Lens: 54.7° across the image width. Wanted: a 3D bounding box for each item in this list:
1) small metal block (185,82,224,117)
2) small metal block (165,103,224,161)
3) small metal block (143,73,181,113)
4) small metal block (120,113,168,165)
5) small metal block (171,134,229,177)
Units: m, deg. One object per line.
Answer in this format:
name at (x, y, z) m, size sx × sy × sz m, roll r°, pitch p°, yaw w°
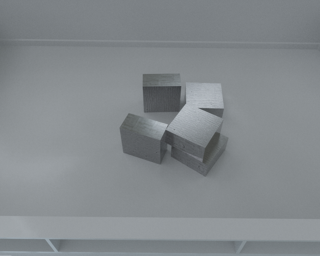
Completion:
small metal block at (0.061, -0.038, 0.438) m, size 0.050 × 0.025 × 0.050 m, roll 2°, pitch 50°, yaw 1°
small metal block at (0.041, 0.004, 0.370) m, size 0.050 × 0.025 × 0.050 m, roll 25°, pitch 54°, yaw 19°
small metal block at (0.002, -0.048, 0.429) m, size 0.050 × 0.050 × 0.025 m, roll -1°, pitch 50°, yaw -2°
small metal block at (-0.019, 0.014, 0.377) m, size 0.050 × 0.050 × 0.025 m, roll 17°, pitch 52°, yaw 13°
small metal block at (0.049, 0.024, 0.386) m, size 0.050 × 0.025 × 0.050 m, roll 29°, pitch 56°, yaw 22°
